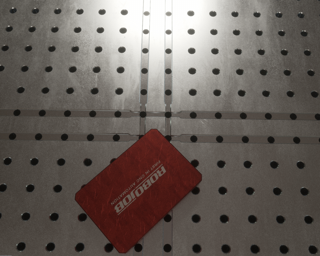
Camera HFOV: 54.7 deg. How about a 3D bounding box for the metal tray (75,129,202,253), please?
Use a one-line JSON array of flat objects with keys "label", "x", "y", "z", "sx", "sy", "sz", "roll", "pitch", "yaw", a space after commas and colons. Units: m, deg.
[{"label": "metal tray", "x": -0.025, "y": 0.075, "z": 0.381, "sx": 0.130, "sy": 0.030, "sz": 0.090, "roll": -41, "pitch": 75, "yaw": -14}]
